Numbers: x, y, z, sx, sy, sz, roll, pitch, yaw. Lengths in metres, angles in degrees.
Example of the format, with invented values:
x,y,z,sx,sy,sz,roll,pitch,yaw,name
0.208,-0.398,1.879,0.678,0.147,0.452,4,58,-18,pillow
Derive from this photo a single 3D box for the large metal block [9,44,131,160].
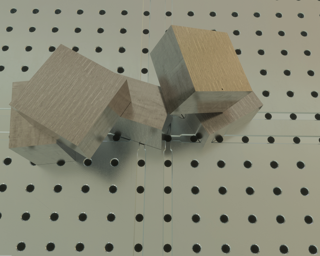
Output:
x,y,z,sx,sy,sz,roll,pitch,yaw,name
-0.088,-0.026,0.321,0.080,0.050,0.080,29,72,10,large metal block

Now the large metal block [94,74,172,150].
x,y,z,sx,sy,sz,roll,pitch,yaw,name
-0.028,-0.019,0.388,0.080,0.080,0.050,18,71,6,large metal block

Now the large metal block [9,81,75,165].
x,y,z,sx,sy,sz,roll,pitch,yaw,name
-0.141,-0.005,0.382,0.050,0.080,0.080,-6,70,-2,large metal block

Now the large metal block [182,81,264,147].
x,y,z,sx,sy,sz,roll,pitch,yaw,name
0.073,-0.034,0.412,0.080,0.050,0.080,-29,73,-10,large metal block

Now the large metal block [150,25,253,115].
x,y,z,sx,sy,sz,roll,pitch,yaw,name
0.045,-0.063,0.349,0.081,0.050,0.080,-4,67,-33,large metal block
